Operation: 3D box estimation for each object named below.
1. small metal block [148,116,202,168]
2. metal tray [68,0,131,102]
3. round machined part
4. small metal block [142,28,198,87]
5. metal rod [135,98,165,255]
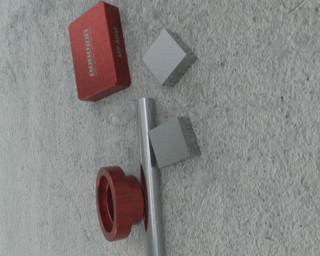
[{"bbox_3d":[0.018,0.018,0.389,0.050,0.025,0.050,-27,73,36],"label":"small metal block"},{"bbox_3d":[-0.096,-0.114,0.478,0.090,0.030,0.129,-17,80,38],"label":"metal tray"},{"bbox_3d":[-0.054,0.100,0.421,0.098,0.042,0.097,10,102,63],"label":"round machined part"},{"bbox_3d":[0.012,-0.088,0.394,0.050,0.025,0.050,-49,62,28],"label":"small metal block"},{"bbox_3d":[-0.010,0.109,0.411,0.025,0.025,0.298,-7,86,39],"label":"metal rod"}]
